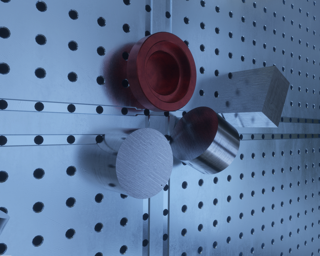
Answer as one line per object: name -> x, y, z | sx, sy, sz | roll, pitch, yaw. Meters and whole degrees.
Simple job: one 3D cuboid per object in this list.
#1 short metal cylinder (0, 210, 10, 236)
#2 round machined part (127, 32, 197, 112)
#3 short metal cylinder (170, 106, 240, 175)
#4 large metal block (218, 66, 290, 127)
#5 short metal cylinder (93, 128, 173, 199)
short metal cylinder -> -0.166, 0.077, 0.234 | 0.080, 0.080, 0.050 | 36, 68, -34
round machined part -> -0.002, -0.069, 0.396 | 0.099, 0.042, 0.097 | 0, 90, -40
short metal cylinder -> 0.061, 0.017, 0.424 | 0.050, 0.080, 0.080 | 34, 69, -35
large metal block -> 0.151, -0.048, 0.500 | 0.050, 0.080, 0.080 | 34, 69, -35
short metal cylinder -> -0.031, 0.040, 0.367 | 0.081, 0.050, 0.079 | 0, 90, -40
